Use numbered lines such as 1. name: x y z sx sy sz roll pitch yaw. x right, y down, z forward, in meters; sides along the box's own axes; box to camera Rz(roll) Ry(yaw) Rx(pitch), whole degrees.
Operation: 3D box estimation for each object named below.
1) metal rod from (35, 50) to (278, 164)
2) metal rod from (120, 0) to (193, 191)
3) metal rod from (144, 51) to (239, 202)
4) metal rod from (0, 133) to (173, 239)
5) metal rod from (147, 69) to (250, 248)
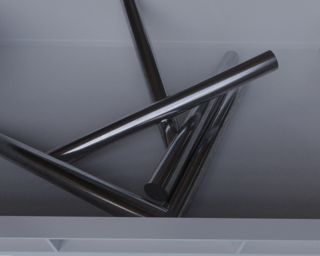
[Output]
1. metal rod: -0.008 -0.015 0.360 0.301 0.025 0.025 -25 53 2
2. metal rod: -0.009 -0.065 0.406 0.025 0.025 0.299 -13 68 -11
3. metal rod: 0.056 -0.027 0.396 0.025 0.025 0.301 19 43 15
4. metal rod: -0.121 0.041 0.328 0.300 0.025 0.025 17 51 29
5. metal rod: 0.065 0.008 0.375 0.025 0.025 0.301 21 46 16
